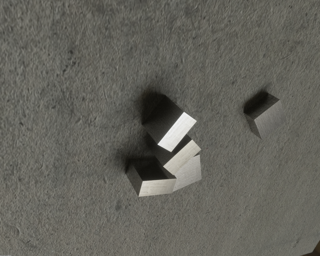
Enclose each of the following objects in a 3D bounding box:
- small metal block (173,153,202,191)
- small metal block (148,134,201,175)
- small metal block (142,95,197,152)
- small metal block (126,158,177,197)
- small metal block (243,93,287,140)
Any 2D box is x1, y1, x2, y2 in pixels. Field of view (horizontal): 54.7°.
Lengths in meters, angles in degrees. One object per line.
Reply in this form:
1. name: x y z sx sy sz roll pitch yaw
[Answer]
1. small metal block: 0.033 0.061 0.462 0.050 0.025 0.050 -21 127 -16
2. small metal block: 0.019 0.026 0.417 0.050 0.050 0.025 -43 129 1
3. small metal block: 0.010 -0.006 0.392 0.025 0.050 0.050 32 100 -38
4. small metal block: -0.013 0.066 0.424 0.050 0.050 0.025 1 118 -29
5. small metal block: 0.166 -0.018 0.486 0.050 0.025 0.050 -38 129 -3
